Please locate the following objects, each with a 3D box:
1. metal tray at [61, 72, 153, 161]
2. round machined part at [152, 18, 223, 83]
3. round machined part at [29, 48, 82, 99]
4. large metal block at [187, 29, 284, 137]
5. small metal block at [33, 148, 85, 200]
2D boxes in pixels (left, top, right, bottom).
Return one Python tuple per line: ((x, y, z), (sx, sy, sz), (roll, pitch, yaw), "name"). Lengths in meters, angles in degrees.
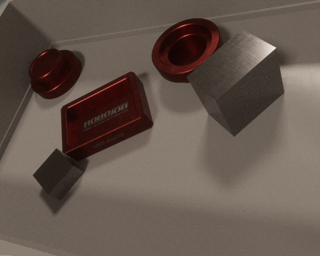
((-0.081, -0.017, 0.453), (0.130, 0.030, 0.090), (-25, 53, 12), "metal tray")
((0.041, -0.103, 0.435), (0.098, 0.042, 0.098), (-13, 56, 20), "round machined part")
((-0.195, -0.104, 0.558), (0.098, 0.042, 0.098), (-13, 56, 20), "round machined part")
((0.089, -0.049, 0.353), (0.080, 0.080, 0.050), (-42, 51, 0), "large metal block")
((-0.144, 0.065, 0.439), (0.050, 0.025, 0.050), (33, 80, 38), "small metal block")
